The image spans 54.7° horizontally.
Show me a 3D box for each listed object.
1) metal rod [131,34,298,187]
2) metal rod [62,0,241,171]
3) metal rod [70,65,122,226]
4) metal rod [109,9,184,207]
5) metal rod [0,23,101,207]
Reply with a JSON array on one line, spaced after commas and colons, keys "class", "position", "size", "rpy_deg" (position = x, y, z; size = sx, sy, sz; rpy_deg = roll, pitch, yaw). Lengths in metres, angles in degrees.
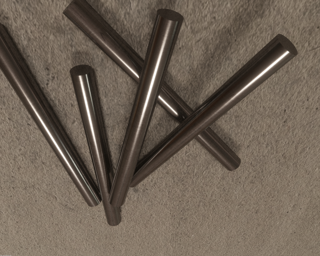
[{"class": "metal rod", "position": [0.034, 0.003, 0.375], "size": [0.025, 0.025, 0.298], "rpy_deg": [26, 136, -21]}, {"class": "metal rod", "position": [0.010, -0.035, 0.377], "size": [0.025, 0.025, 0.300], "rpy_deg": [-33, 123, 24]}, {"class": "metal rod", "position": [-0.085, 0.048, 0.446], "size": [0.025, 0.025, 0.298], "rpy_deg": [-2, 130, 1]}, {"class": "metal rod", "position": [-0.028, 0.004, 0.378], "size": [0.025, 0.025, 0.298], "rpy_deg": [11, 131, -10]}, {"class": "metal rod", "position": [-0.141, 0.008, 0.411], "size": [0.025, 0.025, 0.299], "rpy_deg": [-10, 130, 8]}]
